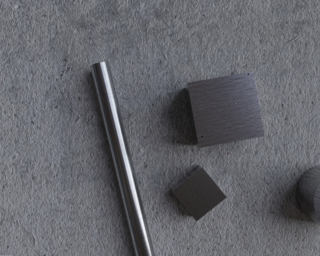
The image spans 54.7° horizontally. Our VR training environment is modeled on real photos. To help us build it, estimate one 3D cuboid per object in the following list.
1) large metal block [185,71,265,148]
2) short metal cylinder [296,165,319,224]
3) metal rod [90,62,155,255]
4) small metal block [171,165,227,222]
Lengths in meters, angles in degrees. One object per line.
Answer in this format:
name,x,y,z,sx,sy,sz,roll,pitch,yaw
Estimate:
large metal block,0.080,-0.022,0.398,0.080,0.050,0.080,-10,90,0
short metal cylinder,0.226,0.090,0.399,0.081,0.050,0.079,0,90,0
metal rod,-0.045,0.062,0.409,0.025,0.025,0.298,-14,90,0
small metal block,0.051,0.085,0.410,0.050,0.025,0.050,-39,90,0
